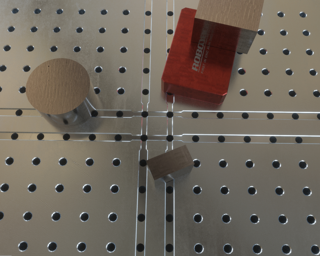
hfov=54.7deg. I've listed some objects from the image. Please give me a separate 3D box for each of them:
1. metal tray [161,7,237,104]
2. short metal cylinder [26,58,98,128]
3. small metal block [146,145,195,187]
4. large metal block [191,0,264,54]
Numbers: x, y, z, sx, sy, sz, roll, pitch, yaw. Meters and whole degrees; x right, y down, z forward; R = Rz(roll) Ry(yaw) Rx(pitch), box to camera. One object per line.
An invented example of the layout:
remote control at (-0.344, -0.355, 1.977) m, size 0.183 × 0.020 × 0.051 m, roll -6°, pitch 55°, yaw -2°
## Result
metal tray at (0.061, -0.106, 0.448) m, size 0.090 × 0.030 × 0.130 m, roll 14°, pitch 70°, yaw 5°
short metal cylinder at (-0.129, -0.045, 0.414) m, size 0.081 × 0.050 × 0.080 m, roll 0°, pitch 70°, yaw 0°
small metal block at (0.012, 0.048, 0.381) m, size 0.050 × 0.050 × 0.025 m, roll -21°, pitch 72°, yaw -8°
large metal block at (0.093, -0.157, 0.424) m, size 0.080 × 0.050 × 0.080 m, roll 14°, pitch 71°, yaw 5°
